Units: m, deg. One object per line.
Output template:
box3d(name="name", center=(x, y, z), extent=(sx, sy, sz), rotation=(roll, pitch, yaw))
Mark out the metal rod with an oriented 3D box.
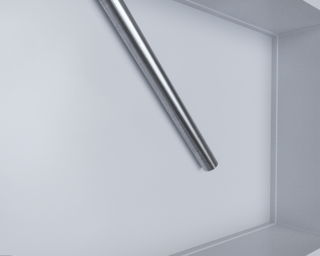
box3d(name="metal rod", center=(0.002, -0.057, 0.406), extent=(0.025, 0.025, 0.299), rotation=(-48, 118, -29))
